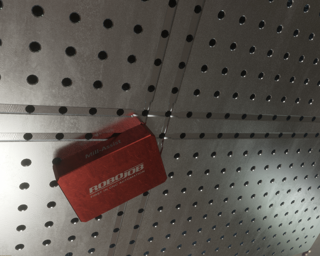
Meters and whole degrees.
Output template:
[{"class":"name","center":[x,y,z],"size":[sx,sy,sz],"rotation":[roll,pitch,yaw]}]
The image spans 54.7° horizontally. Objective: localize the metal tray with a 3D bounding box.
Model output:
[{"class":"metal tray","center":[-0.062,0.061,0.413],"size":[0.131,0.030,0.090],"rotation":[-25,128,-13]}]
